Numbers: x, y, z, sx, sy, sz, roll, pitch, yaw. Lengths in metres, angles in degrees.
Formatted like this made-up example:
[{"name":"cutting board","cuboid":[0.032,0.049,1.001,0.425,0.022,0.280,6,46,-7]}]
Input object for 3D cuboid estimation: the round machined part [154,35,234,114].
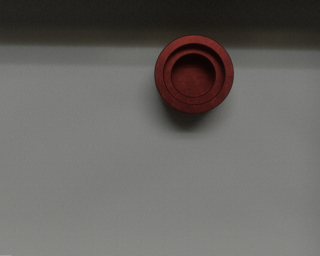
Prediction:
[{"name":"round machined part","cuboid":[0.042,-0.067,0.403,0.099,0.042,0.097,0,90,0]}]
